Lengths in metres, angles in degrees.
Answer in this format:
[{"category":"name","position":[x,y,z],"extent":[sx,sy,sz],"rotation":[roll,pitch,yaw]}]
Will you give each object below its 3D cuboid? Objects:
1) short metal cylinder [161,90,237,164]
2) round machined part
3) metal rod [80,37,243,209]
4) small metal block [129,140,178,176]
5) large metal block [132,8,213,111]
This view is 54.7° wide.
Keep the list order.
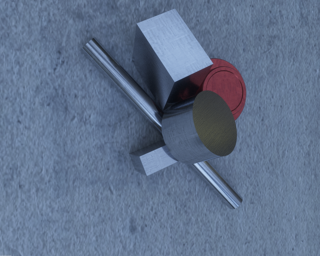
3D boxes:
[{"category":"short metal cylinder","position":[0.049,0.000,0.376],"extent":[0.080,0.050,0.080],"rotation":[18,62,-38]},{"category":"round machined part","position":[0.080,-0.049,0.431],"extent":[0.099,0.042,0.097],"rotation":[0,90,-21]},{"category":"metal rod","position":[0.011,0.003,0.416],"extent":[0.025,0.025,0.300],"rotation":[-47,105,-14]},{"category":"small metal block","position":[-0.007,0.036,0.396],"extent":[0.050,0.050,0.025],"rotation":[-23,97,-19]},{"category":"large metal block","position":[0.010,-0.079,0.374],"extent":[0.050,0.080,0.080],"rotation":[-28,78,-17]}]
